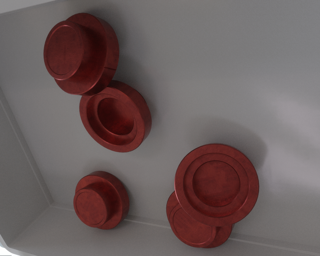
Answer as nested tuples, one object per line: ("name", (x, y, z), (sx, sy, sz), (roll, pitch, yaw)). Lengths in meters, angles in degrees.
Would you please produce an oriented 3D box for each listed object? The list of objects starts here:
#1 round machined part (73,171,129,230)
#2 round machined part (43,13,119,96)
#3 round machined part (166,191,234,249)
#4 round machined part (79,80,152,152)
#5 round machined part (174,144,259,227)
("round machined part", (-0.103, 0.124, 0.513), (0.098, 0.042, 0.097), (7, 105, 26))
("round machined part", (-0.100, -0.088, 0.369), (0.098, 0.042, 0.097), (0, 90, 32))
("round machined part", (0.052, 0.126, 0.435), (0.098, 0.042, 0.097), (8, 109, 25))
("round machined part", (-0.055, -0.019, 0.415), (0.098, 0.042, 0.097), (13, 124, 21))
("round machined part", (0.070, 0.067, 0.384), (0.098, 0.042, 0.097), (0, 90, 13))
